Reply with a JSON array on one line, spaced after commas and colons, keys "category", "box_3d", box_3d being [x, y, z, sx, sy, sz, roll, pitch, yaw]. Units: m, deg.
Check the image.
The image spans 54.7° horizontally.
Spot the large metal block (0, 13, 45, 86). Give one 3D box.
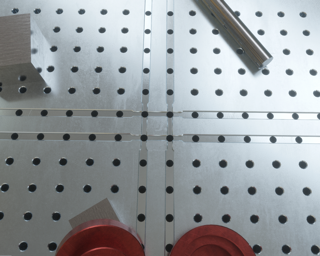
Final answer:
[{"category": "large metal block", "box_3d": [-0.213, -0.108, 0.436, 0.081, 0.050, 0.080, -8, 70, -3]}]

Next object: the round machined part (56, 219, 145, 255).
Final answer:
[{"category": "round machined part", "box_3d": [-0.063, 0.151, 0.327, 0.099, 0.042, 0.097, -1, 93, -13]}]

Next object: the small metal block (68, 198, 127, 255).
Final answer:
[{"category": "small metal block", "box_3d": [-0.071, 0.119, 0.368, 0.050, 0.025, 0.050, -30, 73, -11]}]

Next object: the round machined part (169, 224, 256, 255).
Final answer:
[{"category": "round machined part", "box_3d": [0.057, 0.159, 0.345, 0.099, 0.042, 0.098, 0, 70, 0]}]

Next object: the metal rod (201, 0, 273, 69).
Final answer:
[{"category": "metal rod", "box_3d": [0.074, -0.213, 0.489, 0.025, 0.025, 0.299, -30, 73, -10]}]
